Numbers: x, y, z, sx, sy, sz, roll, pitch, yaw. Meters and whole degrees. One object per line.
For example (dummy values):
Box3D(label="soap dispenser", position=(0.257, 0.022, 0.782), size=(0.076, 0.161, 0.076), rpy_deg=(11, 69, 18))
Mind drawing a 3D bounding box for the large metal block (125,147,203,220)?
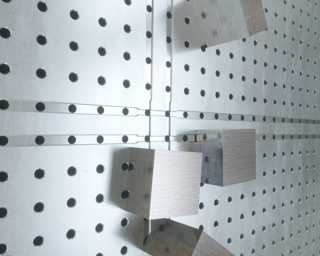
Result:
Box3D(label="large metal block", position=(0.006, 0.068, 0.397), size=(0.081, 0.050, 0.080), rpy_deg=(8, 85, -40))

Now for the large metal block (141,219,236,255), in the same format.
Box3D(label="large metal block", position=(0.038, 0.164, 0.404), size=(0.080, 0.080, 0.050), rpy_deg=(44, 64, -31))

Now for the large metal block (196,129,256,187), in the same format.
Box3D(label="large metal block", position=(0.103, 0.042, 0.478), size=(0.081, 0.050, 0.080), rpy_deg=(-1, 91, -40))

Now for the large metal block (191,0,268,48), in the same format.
Box3D(label="large metal block", position=(0.101, -0.171, 0.456), size=(0.050, 0.080, 0.080), rpy_deg=(-31, 110, -35))
